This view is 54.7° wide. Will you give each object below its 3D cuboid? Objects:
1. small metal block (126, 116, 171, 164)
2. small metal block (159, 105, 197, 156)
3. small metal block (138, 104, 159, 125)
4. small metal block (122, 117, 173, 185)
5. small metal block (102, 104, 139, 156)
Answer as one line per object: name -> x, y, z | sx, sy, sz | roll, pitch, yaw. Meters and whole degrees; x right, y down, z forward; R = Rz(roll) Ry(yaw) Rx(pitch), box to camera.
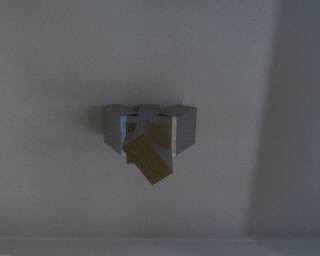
small metal block -> -0.013, 0.014, 0.360 | 0.050, 0.025, 0.050 | 1, 110, -1
small metal block -> 0.023, 0.002, 0.394 | 0.025, 0.050, 0.050 | 14, 114, 32
small metal block -> -0.014, 0.001, 0.396 | 0.025, 0.050, 0.050 | 1, 110, 0
small metal block -> -0.012, 0.023, 0.324 | 0.025, 0.050, 0.050 | -33, 107, 12
small metal block -> -0.050, 0.001, 0.393 | 0.025, 0.050, 0.050 | -12, 114, -32
